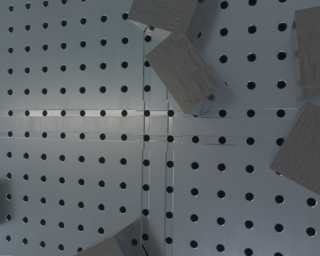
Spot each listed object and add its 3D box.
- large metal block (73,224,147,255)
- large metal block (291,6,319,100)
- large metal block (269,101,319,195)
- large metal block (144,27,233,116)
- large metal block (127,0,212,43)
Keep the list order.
[{"bbox_3d":[-0.064,0.191,0.422,0.080,0.050,0.080,-32,80,17],"label":"large metal block"},{"bbox_3d":[0.169,-0.074,0.324,0.050,0.080,0.080,-5,89,20],"label":"large metal block"},{"bbox_3d":[0.176,0.026,0.337,0.080,0.050,0.080,30,100,17],"label":"large metal block"},{"bbox_3d":[0.037,-0.062,0.370,0.050,0.080,0.080,-37,78,16],"label":"large metal block"},{"bbox_3d":[0.016,-0.159,0.394,0.080,0.050,0.080,23,97,18],"label":"large metal block"}]
